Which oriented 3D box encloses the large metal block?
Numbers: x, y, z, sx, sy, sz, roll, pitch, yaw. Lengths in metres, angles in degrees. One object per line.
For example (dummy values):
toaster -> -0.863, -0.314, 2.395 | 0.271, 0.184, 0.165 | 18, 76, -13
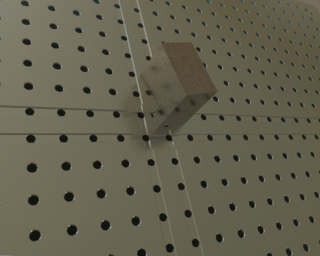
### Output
large metal block -> 0.020, -0.058, 0.421 | 0.050, 0.080, 0.080 | -11, 67, -33
